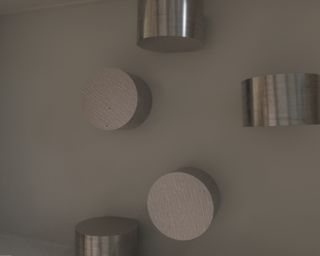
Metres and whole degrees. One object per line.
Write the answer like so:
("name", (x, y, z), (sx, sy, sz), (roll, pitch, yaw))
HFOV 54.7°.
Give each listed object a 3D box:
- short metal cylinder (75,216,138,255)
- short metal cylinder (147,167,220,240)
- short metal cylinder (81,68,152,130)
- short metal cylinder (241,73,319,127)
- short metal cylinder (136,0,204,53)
("short metal cylinder", (-0.070, 0.152, 0.405), (0.080, 0.080, 0.050), (1, 90, 19))
("short metal cylinder", (0.031, 0.091, 0.386), (0.080, 0.050, 0.079), (0, 90, 19))
("short metal cylinder", (-0.057, -0.037, 0.416), (0.080, 0.050, 0.079), (0, 90, 19))
("short metal cylinder", (0.130, -0.027, 0.335), (0.080, 0.080, 0.050), (-2, 90, 19))
("short metal cylinder", (0.012, -0.126, 0.376), (0.080, 0.080, 0.050), (1, 91, 19))
